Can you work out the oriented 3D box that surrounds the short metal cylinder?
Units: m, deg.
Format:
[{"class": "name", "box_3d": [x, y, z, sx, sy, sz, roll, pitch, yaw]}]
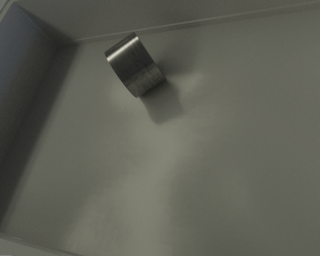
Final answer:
[{"class": "short metal cylinder", "box_3d": [-0.035, -0.090, 0.445, 0.050, 0.080, 0.080, -33, 51, 7]}]
